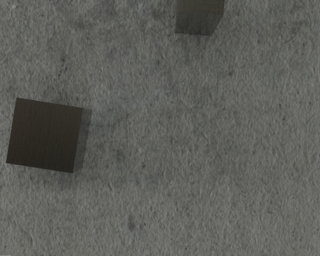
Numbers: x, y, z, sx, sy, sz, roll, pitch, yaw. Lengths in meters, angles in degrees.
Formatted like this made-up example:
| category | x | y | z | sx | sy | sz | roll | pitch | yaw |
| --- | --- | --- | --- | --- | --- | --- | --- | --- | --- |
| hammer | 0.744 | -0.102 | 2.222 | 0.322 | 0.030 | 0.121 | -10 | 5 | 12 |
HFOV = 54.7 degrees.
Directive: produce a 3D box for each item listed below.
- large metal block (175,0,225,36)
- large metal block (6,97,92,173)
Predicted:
| category | x | y | z | sx | sy | sz | roll | pitch | yaw |
| --- | --- | --- | --- | --- | --- | --- | --- | --- | --- |
| large metal block | 0.048 | -0.167 | 0.383 | 0.050 | 0.080 | 0.079 | 5 | 90 | 0 |
| large metal block | -0.138 | 0.009 | 0.396 | 0.081 | 0.050 | 0.080 | 9 | 90 | -1 |
